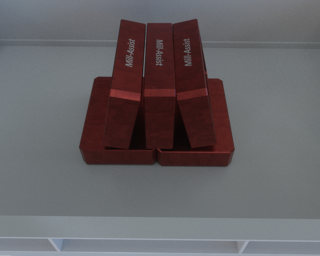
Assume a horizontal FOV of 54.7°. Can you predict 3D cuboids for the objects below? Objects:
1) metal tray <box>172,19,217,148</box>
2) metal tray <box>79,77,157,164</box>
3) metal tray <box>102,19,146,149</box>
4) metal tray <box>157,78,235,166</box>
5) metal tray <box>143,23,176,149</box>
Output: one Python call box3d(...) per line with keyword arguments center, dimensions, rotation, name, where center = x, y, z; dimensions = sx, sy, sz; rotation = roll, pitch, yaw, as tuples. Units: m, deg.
box3d(center=(0.040, -0.053, 0.364), dimensions=(0.030, 0.090, 0.130), rotation=(-9, 49, 11), name="metal tray")
box3d(center=(-0.049, -0.014, 0.410), dimensions=(0.091, 0.030, 0.130), rotation=(1, 50, 0), name="metal tray")
box3d(center=(-0.041, -0.052, 0.362), dimensions=(0.030, 0.089, 0.130), rotation=(8, 49, -10), name="metal tray")
box3d(center=(0.043, -0.012, 0.410), dimensions=(0.091, 0.030, 0.130), rotation=(1, 50, 0), name="metal tray")
box3d(center=(0.000, -0.051, 0.363), dimensions=(0.030, 0.089, 0.130), rotation=(0, 48, 0), name="metal tray")
